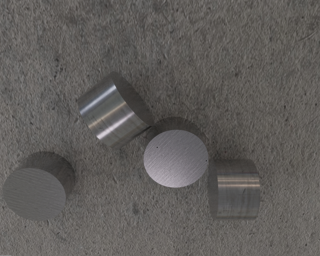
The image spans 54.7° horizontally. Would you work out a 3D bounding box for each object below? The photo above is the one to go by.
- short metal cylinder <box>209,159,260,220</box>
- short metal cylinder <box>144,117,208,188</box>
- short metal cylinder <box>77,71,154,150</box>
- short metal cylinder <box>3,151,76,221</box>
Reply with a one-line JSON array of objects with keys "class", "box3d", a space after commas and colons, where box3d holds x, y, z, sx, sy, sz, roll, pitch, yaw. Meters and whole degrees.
[{"class": "short metal cylinder", "box3d": [0.095, 0.081, 0.411, 0.050, 0.080, 0.079, 0, 110, 0]}, {"class": "short metal cylinder", "box3d": [0.020, 0.031, 0.408, 0.081, 0.050, 0.079, 0, 110, 0]}, {"class": "short metal cylinder", "box3d": [-0.051, -0.021, 0.372, 0.050, 0.080, 0.080, -35, 107, 12]}, {"class": "short metal cylinder", "box3d": [-0.162, 0.079, 0.424, 0.081, 0.050, 0.079, 0, 110, 0]}]
